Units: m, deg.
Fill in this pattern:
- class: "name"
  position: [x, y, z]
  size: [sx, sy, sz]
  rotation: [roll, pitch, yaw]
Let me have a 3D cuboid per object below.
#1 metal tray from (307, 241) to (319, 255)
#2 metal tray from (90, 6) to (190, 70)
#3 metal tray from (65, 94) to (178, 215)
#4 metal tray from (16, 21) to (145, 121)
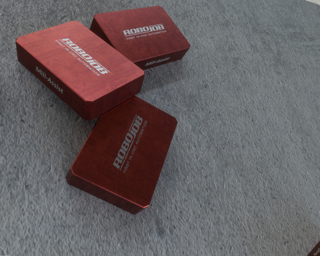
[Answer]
- class: "metal tray"
  position: [0.229, 0.204, 0.399]
  size: [0.131, 0.030, 0.090]
  rotation: [-22, 74, -36]
- class: "metal tray"
  position: [-0.028, -0.136, 0.468]
  size: [0.131, 0.030, 0.090]
  rotation: [-25, 75, -37]
- class: "metal tray"
  position: [-0.039, 0.023, 0.365]
  size: [0.090, 0.030, 0.130]
  rotation: [29, 52, -10]
- class: "metal tray"
  position: [-0.095, -0.075, 0.374]
  size: [0.130, 0.030, 0.091]
  rotation: [39, 49, 17]
